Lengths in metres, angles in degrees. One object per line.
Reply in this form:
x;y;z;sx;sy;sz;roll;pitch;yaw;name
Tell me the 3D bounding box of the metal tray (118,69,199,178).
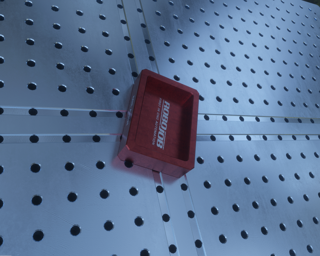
0.003;-0.009;0.411;0.090;0.030;0.130;20;54;-17;metal tray
